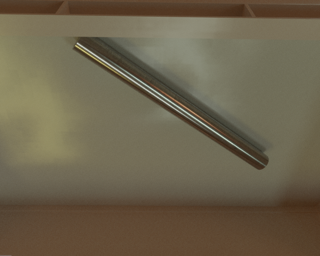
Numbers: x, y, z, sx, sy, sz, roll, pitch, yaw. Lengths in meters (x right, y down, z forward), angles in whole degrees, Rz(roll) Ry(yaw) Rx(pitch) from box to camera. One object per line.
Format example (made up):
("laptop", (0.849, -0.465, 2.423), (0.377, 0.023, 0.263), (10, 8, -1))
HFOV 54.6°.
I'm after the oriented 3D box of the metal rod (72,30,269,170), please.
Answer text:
("metal rod", (0.031, -0.022, 0.390), (0.301, 0.025, 0.025), (31, 123, -24))
